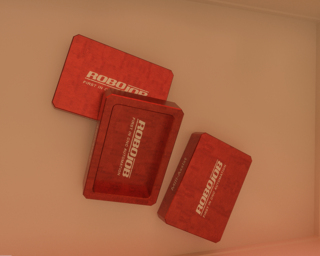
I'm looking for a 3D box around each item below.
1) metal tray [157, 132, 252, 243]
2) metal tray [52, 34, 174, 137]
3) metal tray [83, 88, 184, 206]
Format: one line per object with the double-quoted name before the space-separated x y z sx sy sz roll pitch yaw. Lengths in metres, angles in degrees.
"metal tray" 0.064 0.081 0.431 0.090 0.030 0.130 27 81 -18
"metal tray" -0.057 -0.049 0.387 0.131 0.030 0.090 18 84 -19
"metal tray" -0.034 0.026 0.370 0.091 0.030 0.129 11 107 -18
